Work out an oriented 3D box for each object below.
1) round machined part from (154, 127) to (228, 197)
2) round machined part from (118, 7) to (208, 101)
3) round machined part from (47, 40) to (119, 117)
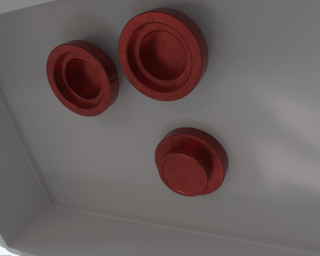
[{"bbox_3d":[0.037,0.051,0.410,0.098,0.042,0.097,13,124,21],"label":"round machined part"},{"bbox_3d":[0.006,-0.082,0.343,0.098,0.042,0.097,13,124,21],"label":"round machined part"},{"bbox_3d":[-0.095,-0.067,0.406,0.098,0.042,0.097,13,124,21],"label":"round machined part"}]
